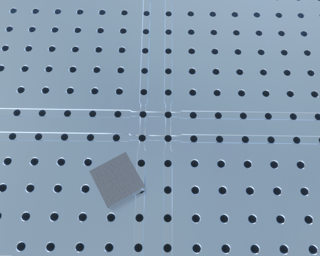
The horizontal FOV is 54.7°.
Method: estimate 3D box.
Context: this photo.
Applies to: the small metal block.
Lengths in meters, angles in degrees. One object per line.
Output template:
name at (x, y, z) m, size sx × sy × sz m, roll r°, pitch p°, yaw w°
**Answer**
small metal block at (-0.052, 0.066, 0.387) m, size 0.050 × 0.025 × 0.050 m, roll -28°, pitch 73°, yaw -10°
